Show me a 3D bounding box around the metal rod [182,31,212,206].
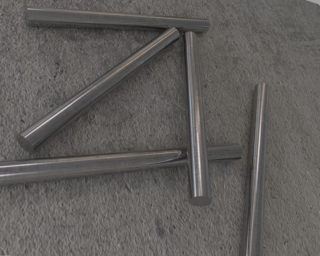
[{"bbox_3d":[0.047,-0.037,0.429,0.025,0.025,0.300,17,48,-18],"label":"metal rod"}]

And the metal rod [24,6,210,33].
[{"bbox_3d":[-0.045,-0.164,0.479,0.303,0.025,0.025,-9,67,-32],"label":"metal rod"}]

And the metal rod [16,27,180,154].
[{"bbox_3d":[-0.059,-0.069,0.413,0.025,0.025,0.301,43,51,1],"label":"metal rod"}]

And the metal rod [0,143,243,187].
[{"bbox_3d":[-0.023,0.039,0.367,0.303,0.025,0.025,-2,63,-29],"label":"metal rod"}]

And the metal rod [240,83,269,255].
[{"bbox_3d":[0.142,0.045,0.451,0.025,0.025,0.300,26,52,-12],"label":"metal rod"}]
